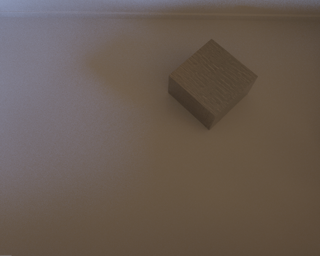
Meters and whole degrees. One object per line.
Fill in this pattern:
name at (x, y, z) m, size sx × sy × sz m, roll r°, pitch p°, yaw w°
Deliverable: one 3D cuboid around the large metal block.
large metal block at (0.068, -0.058, 0.418) m, size 0.080 × 0.050 × 0.080 m, roll -42°, pitch 75°, yaw -14°
